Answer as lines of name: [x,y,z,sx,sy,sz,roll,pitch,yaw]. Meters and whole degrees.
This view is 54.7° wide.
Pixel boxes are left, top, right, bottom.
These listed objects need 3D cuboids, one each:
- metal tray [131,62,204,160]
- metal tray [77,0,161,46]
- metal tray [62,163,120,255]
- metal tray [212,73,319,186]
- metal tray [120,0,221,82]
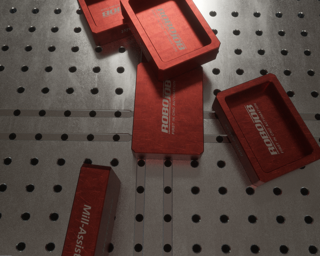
metal tray: [0.011,-0.024,0.418,0.091,0.030,0.130,2,70,0]
metal tray: [-0.054,-0.190,0.477,0.131,0.030,0.090,-22,72,-8]
metal tray: [-0.073,0.112,0.335,0.030,0.090,0.130,7,70,2]
metal tray: [0.138,0.000,0.410,0.091,0.030,0.130,-21,72,-8]
metal tray: [0.012,-0.138,0.427,0.091,0.030,0.130,-25,72,-9]
